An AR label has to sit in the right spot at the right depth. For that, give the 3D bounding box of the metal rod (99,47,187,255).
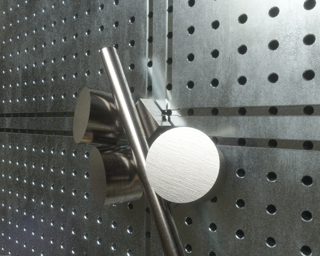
[{"bbox_3d":[-0.024,0.029,0.391,0.025,0.025,0.299,-32,70,35],"label":"metal rod"}]

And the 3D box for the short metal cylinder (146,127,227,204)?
[{"bbox_3d":[0.031,0.044,0.346,0.080,0.050,0.080,-6,74,19],"label":"short metal cylinder"}]

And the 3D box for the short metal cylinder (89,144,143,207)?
[{"bbox_3d":[-0.061,0.063,0.421,0.080,0.050,0.079,15,107,61],"label":"short metal cylinder"}]

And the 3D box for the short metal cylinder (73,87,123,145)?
[{"bbox_3d":[-0.088,-0.015,0.443,0.080,0.050,0.080,-25,60,56],"label":"short metal cylinder"}]

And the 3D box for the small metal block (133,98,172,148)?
[{"bbox_3d":[-0.020,-0.004,0.421,0.050,0.025,0.050,-51,61,28],"label":"small metal block"}]

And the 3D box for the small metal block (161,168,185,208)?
[{"bbox_3d":[0.009,0.072,0.397,0.050,0.025,0.050,-48,62,29],"label":"small metal block"}]
